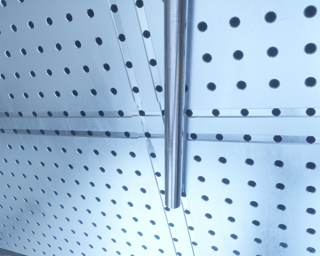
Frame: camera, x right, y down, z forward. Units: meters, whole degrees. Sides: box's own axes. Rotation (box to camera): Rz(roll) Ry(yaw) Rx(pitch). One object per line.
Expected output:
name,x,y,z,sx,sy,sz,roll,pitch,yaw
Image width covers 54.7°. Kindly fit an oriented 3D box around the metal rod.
metal rod,0.018,-0.014,0.391,0.025,0.025,0.298,13,124,21
